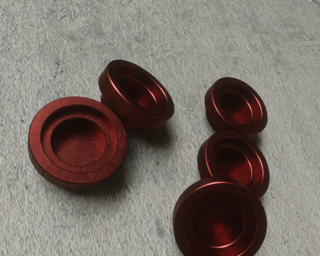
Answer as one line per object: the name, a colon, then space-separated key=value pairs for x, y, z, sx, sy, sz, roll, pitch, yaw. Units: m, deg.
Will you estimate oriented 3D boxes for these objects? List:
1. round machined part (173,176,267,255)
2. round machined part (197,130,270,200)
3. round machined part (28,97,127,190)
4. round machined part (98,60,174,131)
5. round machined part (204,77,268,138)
round machined part: x=0.063 y=0.101 z=0.343 sx=0.099 sy=0.042 sz=0.097 roll=0 pitch=97 yaw=-2
round machined part: x=0.091 y=0.055 z=0.408 sx=0.099 sy=0.042 sz=0.098 roll=14 pitch=56 yaw=-21
round machined part: x=-0.088 y=0.019 z=0.331 sx=0.099 sy=0.042 sz=0.098 roll=11 pitch=60 yaw=-20
round machined part: x=-0.033 y=-0.035 z=0.383 sx=0.098 sy=0.042 sz=0.098 roll=31 pitch=32 yaw=-21
round machined part: x=0.109 y=-0.025 z=0.466 sx=0.099 sy=0.042 sz=0.098 roll=14 pitch=56 yaw=-21
